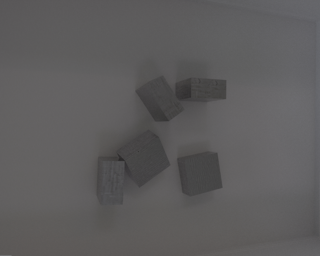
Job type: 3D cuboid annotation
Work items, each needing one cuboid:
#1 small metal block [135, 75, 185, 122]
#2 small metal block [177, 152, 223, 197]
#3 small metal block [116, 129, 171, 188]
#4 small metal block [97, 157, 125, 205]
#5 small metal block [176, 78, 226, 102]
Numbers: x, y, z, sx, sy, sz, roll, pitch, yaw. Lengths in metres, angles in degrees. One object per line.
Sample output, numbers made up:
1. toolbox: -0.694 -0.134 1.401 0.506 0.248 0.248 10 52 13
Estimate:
1. small metal block: -0.001 -0.036 0.397 0.025 0.050 0.050 -37 102 -16
2. small metal block: 0.055 0.063 0.431 0.050 0.025 0.050 -10 94 -20
3. small metal block: -0.020 0.039 0.393 0.050 0.025 0.050 -34 127 -17
4. small metal block: -0.061 0.062 0.374 0.025 0.050 0.050 2 89 -17
5. small metal block: 0.054 -0.050 0.417 0.050 0.050 0.025 1 90 -20
